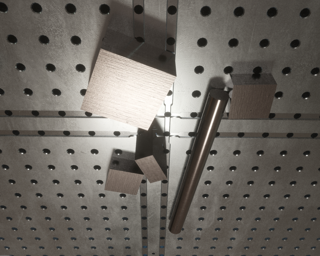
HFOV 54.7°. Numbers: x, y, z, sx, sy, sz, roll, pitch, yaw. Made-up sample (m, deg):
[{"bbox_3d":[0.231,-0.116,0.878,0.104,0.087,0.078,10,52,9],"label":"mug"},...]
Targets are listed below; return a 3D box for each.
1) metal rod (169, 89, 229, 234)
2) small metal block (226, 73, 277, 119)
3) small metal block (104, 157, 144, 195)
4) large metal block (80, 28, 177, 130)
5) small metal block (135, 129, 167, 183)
[{"bbox_3d":[0.050,0.071,0.473,0.025,0.025,0.298,6,130,-6],"label":"metal rod"},{"bbox_3d":[0.110,-0.039,0.381,0.050,0.025,0.050,-1,130,0],"label":"small metal block"},{"bbox_3d":[-0.055,0.074,0.474,0.050,0.025,0.050,12,129,-10],"label":"small metal block"},{"bbox_3d":[-0.036,-0.053,0.350,0.081,0.050,0.079,18,128,-15],"label":"large metal block"},{"bbox_3d":[-0.011,0.039,0.429,0.025,0.050,0.050,-18,128,14],"label":"small metal block"}]
